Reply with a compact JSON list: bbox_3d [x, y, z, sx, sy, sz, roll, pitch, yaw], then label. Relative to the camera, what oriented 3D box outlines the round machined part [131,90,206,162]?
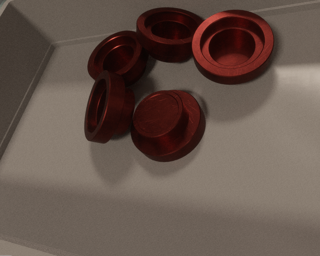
[{"bbox_3d":[0.005,-0.009,0.397,0.098,0.042,0.098,-13,56,20],"label":"round machined part"}]

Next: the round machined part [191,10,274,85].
[{"bbox_3d":[0.092,-0.098,0.396,0.098,0.042,0.098,-4,69,11],"label":"round machined part"}]

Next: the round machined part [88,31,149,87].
[{"bbox_3d":[-0.061,-0.102,0.488,0.098,0.042,0.098,-13,56,20],"label":"round machined part"}]

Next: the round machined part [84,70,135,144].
[{"bbox_3d":[-0.067,-0.026,0.425,0.098,0.042,0.098,-34,49,53],"label":"round machined part"}]

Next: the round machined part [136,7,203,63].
[{"bbox_3d":[0.015,-0.131,0.449,0.099,0.042,0.098,3,48,-3],"label":"round machined part"}]
